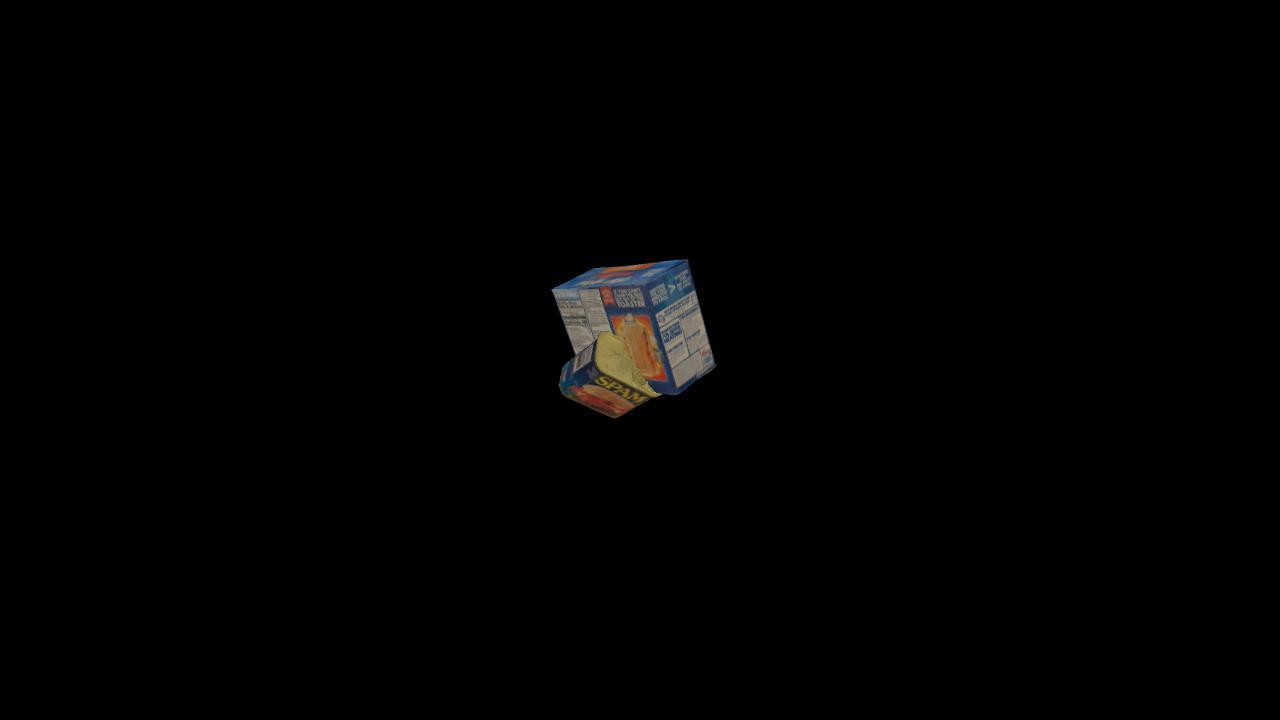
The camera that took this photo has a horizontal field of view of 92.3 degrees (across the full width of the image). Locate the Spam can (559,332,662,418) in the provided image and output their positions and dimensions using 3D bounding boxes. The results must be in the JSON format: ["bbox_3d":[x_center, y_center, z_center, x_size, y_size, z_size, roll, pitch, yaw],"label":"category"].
[{"bbox_3d":[-0.035,0.022,0.747,0.101,0.058,0.085,28,-40,-28],"label":"Spam can"}]

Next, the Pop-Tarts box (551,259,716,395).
[{"bbox_3d":[-0.009,-0.041,0.763,0.167,0.141,0.083,3,29,45],"label":"Pop-Tarts box"}]
